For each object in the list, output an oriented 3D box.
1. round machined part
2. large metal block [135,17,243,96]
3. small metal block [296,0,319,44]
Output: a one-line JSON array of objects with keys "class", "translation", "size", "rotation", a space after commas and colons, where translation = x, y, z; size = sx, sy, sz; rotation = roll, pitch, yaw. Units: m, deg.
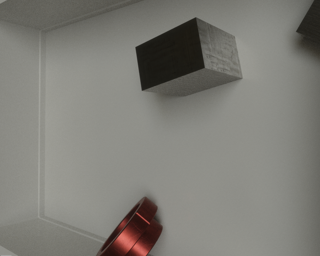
[{"class": "round machined part", "translation": [-0.034, 0.139, 0.394], "size": [0.042, 0.098, 0.098], "rotation": [40, 118, 1]}, {"class": "large metal block", "translation": [0.033, -0.072, 0.342], "size": [0.080, 0.081, 0.050], "rotation": [-14, 81, 39]}, {"class": "small metal block", "translation": [0.160, -0.097, 0.274], "size": [0.050, 0.025, 0.050], "rotation": [39, 113, 33]}]
